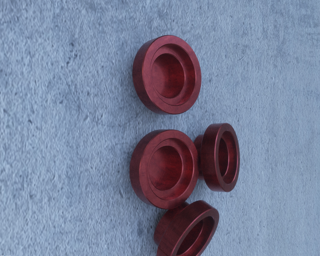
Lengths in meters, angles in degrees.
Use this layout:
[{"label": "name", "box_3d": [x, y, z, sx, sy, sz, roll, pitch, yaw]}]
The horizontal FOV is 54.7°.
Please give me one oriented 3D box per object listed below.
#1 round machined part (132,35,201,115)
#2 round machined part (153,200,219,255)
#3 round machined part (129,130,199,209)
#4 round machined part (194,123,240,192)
[{"label": "round machined part", "box_3d": [0.005, -0.065, 0.397, 0.099, 0.042, 0.097, 0, 90, -40]}, {"label": "round machined part", "box_3d": [0.030, 0.135, 0.403, 0.099, 0.042, 0.097, -30, 135, -35]}, {"label": "round machined part", "box_3d": [0.001, 0.050, 0.395, 0.099, 0.042, 0.097, 0, 90, -40]}, {"label": "round machined part", "box_3d": [0.079, 0.042, 0.448, 0.099, 0.042, 0.097, 9, 79, -57]}]
